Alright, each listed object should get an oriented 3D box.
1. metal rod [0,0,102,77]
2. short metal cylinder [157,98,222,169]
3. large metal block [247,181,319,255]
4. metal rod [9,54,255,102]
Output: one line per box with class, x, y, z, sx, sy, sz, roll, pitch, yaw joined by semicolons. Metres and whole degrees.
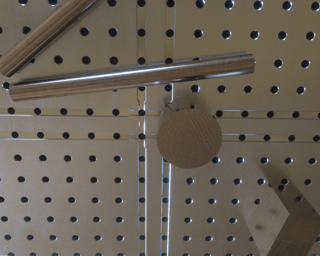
metal rod;-0.074;-0.157;0.354;0.300;0.025;0.025;-35;107;11
short metal cylinder;0.036;0.006;0.403;0.081;0.050;0.079;0;110;-1
large metal block;0.172;0.135;0.436;0.050;0.080;0.079;16;109;-6
metal rod;-0.036;-0.063;0.389;0.302;0.025;0.025;-7;110;2
